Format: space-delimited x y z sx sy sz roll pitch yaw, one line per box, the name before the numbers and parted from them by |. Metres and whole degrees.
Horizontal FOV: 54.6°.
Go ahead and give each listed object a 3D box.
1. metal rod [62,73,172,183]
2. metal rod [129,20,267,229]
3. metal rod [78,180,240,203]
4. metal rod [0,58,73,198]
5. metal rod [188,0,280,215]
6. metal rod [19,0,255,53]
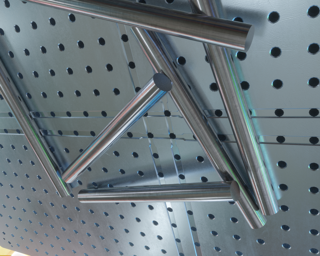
metal rod | -0.080 0.018 0.447 0.025 0.025 0.299 46 134 -4
metal rod | 0.054 0.005 0.385 0.025 0.025 0.299 -23 107 36
metal rod | -0.024 0.100 0.468 0.300 0.025 0.025 -12 113 39
metal rod | -0.226 -0.008 0.526 0.025 0.025 0.299 -8 115 32
metal rod | 0.086 -0.025 0.350 0.025 0.025 0.299 -10 114 32
metal rod | -0.049 -0.128 0.338 0.300 0.025 0.025 20 127 23
